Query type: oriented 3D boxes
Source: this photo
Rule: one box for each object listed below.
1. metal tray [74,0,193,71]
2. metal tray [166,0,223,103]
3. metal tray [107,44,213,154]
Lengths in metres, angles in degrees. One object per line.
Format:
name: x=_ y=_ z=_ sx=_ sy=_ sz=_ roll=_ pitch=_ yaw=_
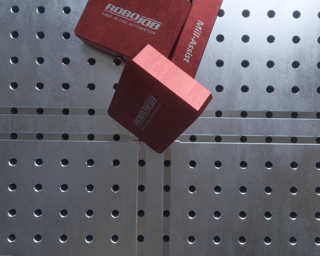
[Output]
metal tray: x=-0.033 y=-0.133 z=0.395 sx=0.130 sy=0.030 sz=0.090 roll=25 pitch=90 yaw=14
metal tray: x=0.029 y=-0.097 z=0.379 sx=0.030 sy=0.090 sz=0.129 roll=20 pitch=90 yaw=-10
metal tray: x=-0.008 y=-0.026 z=0.362 sx=0.090 sy=0.129 sz=0.030 roll=38 pitch=61 yaw=-1
